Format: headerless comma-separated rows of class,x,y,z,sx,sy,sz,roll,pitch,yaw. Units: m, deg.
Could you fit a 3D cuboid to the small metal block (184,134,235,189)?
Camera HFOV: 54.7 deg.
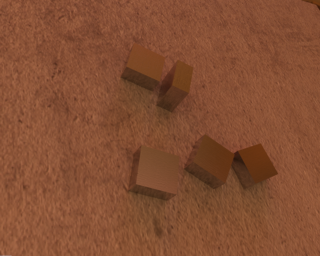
small metal block,0.067,0.045,0.414,0.050,0.025,0.050,34,51,-6

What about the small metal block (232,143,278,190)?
small metal block,0.133,0.054,0.445,0.050,0.025,0.050,-12,68,-34

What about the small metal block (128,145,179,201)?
small metal block,-0.007,0.054,0.369,0.050,0.025,0.050,18,55,-18

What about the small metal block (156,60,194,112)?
small metal block,0.021,-0.059,0.436,0.025,0.050,0.050,24,53,-15

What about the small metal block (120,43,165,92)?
small metal block,-0.024,-0.088,0.446,0.050,0.025,0.050,22,53,-15
